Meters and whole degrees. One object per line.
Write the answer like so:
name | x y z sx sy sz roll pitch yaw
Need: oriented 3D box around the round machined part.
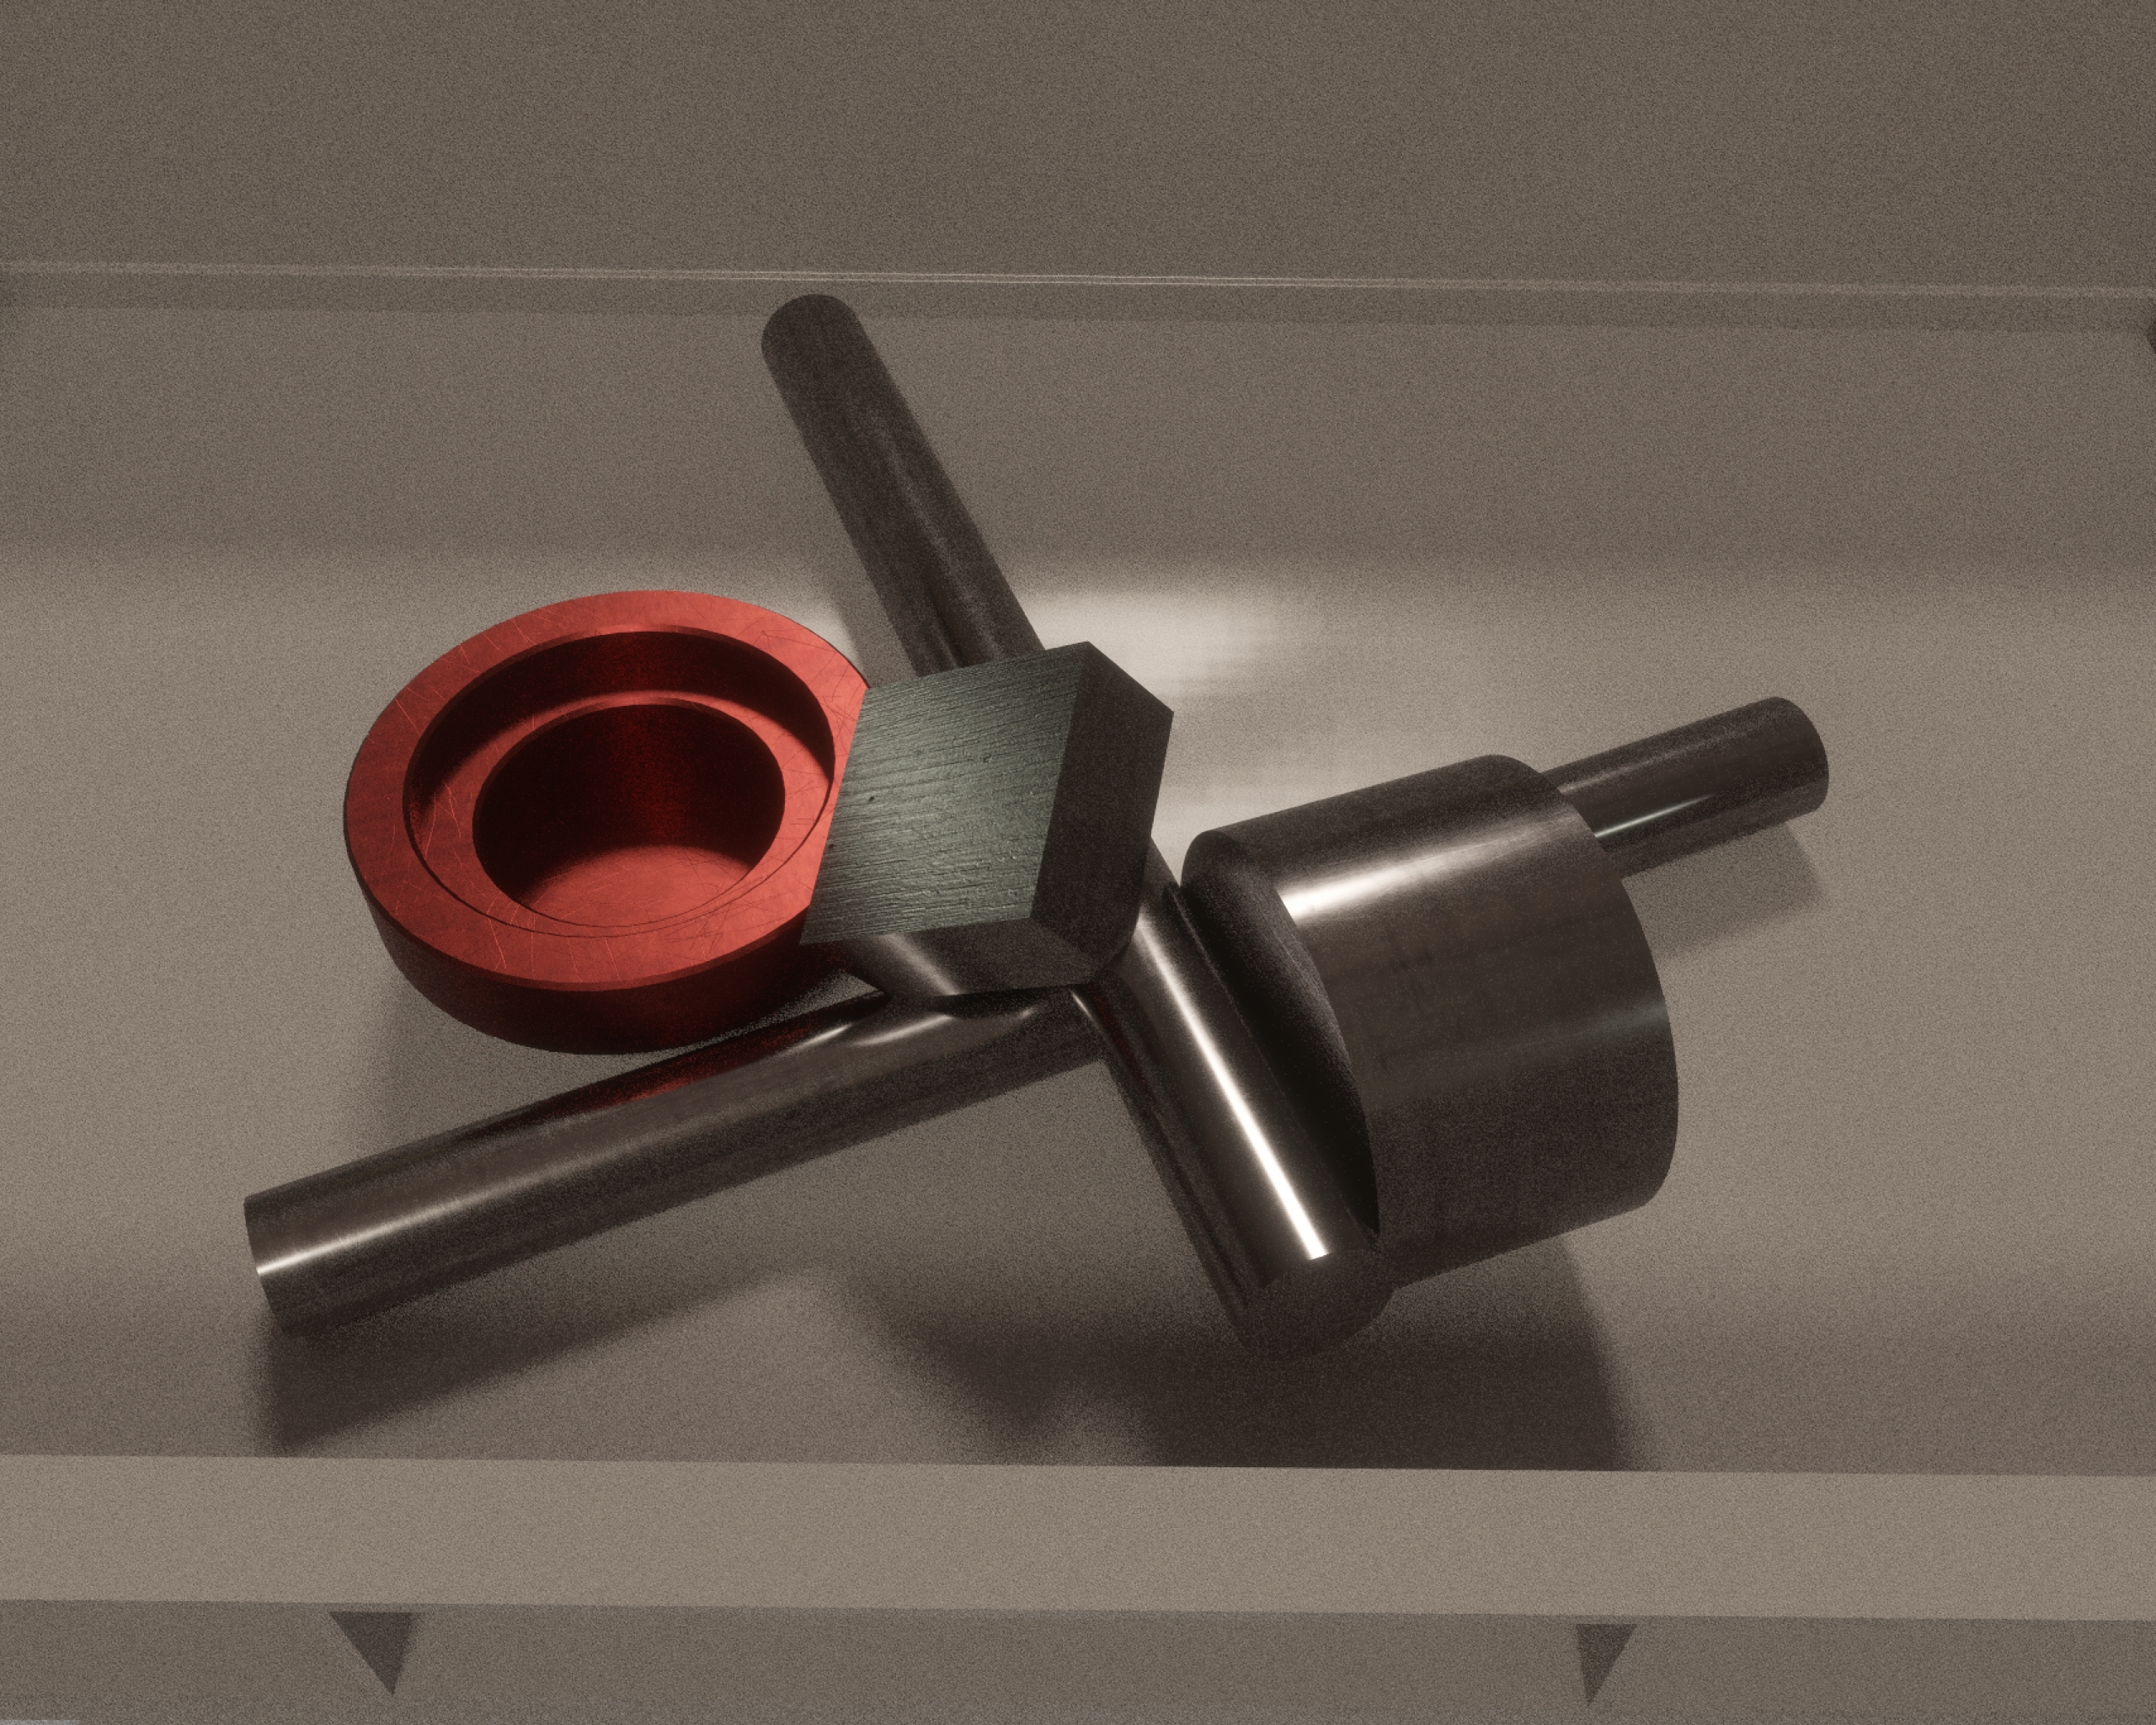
round machined part | -0.083 -0.003 0.394 0.099 0.042 0.098 0 50 0

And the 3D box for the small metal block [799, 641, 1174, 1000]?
small metal block | -0.015 -0.006 0.355 0.050 0.025 0.050 -8 60 37

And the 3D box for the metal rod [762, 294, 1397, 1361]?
metal rod | -0.015 -0.032 0.406 0.025 0.025 0.300 -15 45 -13

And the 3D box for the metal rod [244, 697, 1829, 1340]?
metal rod | 0.005 0.023 0.384 0.302 0.025 0.025 -18 53 -15

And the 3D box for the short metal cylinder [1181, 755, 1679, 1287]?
short metal cylinder | 0.055 0.027 0.346 0.050 0.080 0.080 -15 52 -13
